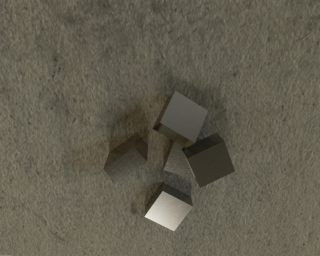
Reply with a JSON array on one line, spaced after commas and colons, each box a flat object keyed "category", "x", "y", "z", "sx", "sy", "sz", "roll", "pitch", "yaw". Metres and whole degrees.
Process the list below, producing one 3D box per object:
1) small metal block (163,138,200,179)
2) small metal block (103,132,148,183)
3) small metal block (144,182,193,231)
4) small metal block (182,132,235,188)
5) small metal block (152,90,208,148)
[{"category": "small metal block", "x": 0.036, "y": 0.038, "z": 0.424, "sx": 0.050, "sy": 0.025, "sz": 0.050, "roll": 17, "pitch": 109, "yaw": -7}, {"category": "small metal block", "x": -0.044, "y": 0.038, "z": 0.410, "sx": 0.050, "sy": 0.050, "sz": 0.025, "roll": -36, "pitch": 107, "yaw": 12}, {"category": "small metal block", "x": 0.012, "y": 0.115, "z": 0.452, "sx": 0.050, "sy": 0.025, "sz": 0.050, "roll": 30, "pitch": 107, "yaw": -11}, {"category": "small metal block", "x": 0.062, "y": 0.041, "z": 0.399, "sx": 0.050, "sy": 0.025, "sz": 0.050, "roll": -25, "pitch": 117, "yaw": -1}, {"category": "small metal block", "x": 0.026, "y": -0.011, "z": 0.392, "sx": 0.050, "sy": 0.025, "sz": 0.050, "roll": 30, "pitch": 63, "yaw": -11}]
